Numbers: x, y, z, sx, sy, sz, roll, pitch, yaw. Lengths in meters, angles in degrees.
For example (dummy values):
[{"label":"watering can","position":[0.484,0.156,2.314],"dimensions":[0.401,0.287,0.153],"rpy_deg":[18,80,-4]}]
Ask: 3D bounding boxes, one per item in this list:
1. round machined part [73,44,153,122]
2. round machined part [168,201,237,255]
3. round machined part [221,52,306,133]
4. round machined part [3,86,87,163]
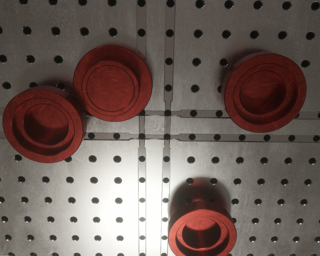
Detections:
[{"label":"round machined part","position":[-0.058,-0.053,0.384],"dimensions":[0.099,0.042,0.097],"rpy_deg":[0,110,-1]},{"label":"round machined part","position":[0.060,0.150,0.461],"dimensions":[0.099,0.042,0.097],"rpy_deg":[0,110,-1]},{"label":"round machined part","position":[0.126,-0.046,0.389],"dimensions":[0.099,0.042,0.097],"rpy_deg":[0,110,-1]},{"label":"round machined part","position":[-0.144,-0.007,0.400],"dimensions":[0.099,0.042,0.097],"rpy_deg":[0,110,-1]}]
